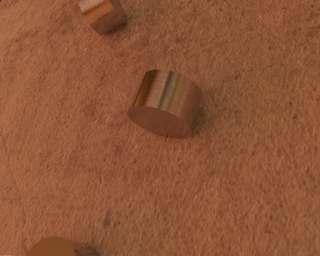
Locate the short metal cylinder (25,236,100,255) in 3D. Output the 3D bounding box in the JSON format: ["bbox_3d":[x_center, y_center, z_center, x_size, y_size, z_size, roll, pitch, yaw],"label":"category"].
[{"bbox_3d":[-0.110,0.166,0.342,0.080,0.050,0.080,-13,56,20],"label":"short metal cylinder"}]

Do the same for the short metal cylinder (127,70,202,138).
[{"bbox_3d":[0.007,-0.027,0.381,0.080,0.080,0.050,6,65,30],"label":"short metal cylinder"}]

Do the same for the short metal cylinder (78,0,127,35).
[{"bbox_3d":[-0.101,-0.213,0.550,0.050,0.080,0.080,-23,53,14],"label":"short metal cylinder"}]

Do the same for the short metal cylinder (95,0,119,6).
[{"bbox_3d":[-0.107,-0.294,0.622,0.080,0.050,0.080,-13,56,20],"label":"short metal cylinder"}]
